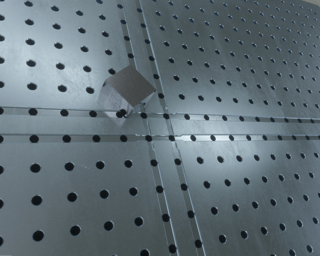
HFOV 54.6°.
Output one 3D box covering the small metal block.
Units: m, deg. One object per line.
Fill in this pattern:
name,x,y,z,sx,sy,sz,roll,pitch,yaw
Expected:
small metal block,-0.042,-0.051,0.416,0.050,0.025,0.050,45,51,3
